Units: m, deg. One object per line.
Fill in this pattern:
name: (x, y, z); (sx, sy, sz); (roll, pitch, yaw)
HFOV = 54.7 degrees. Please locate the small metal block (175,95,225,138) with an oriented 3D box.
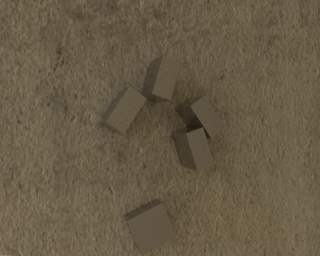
small metal block: (0.052, -0.014, 0.416); (0.025, 0.050, 0.050); (-38, 103, -16)

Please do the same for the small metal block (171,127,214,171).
small metal block: (0.042, 0.026, 0.413); (0.025, 0.050, 0.050); (-20, 97, -19)

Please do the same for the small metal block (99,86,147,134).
small metal block: (-0.047, -0.021, 0.379); (0.025, 0.050, 0.050); (35, 79, -17)

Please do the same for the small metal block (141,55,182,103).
small metal block: (0.000, -0.061, 0.397); (0.025, 0.050, 0.050); (18, 84, -20)

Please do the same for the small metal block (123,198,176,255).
small metal block: (-0.014, 0.128, 0.405); (0.050, 0.025, 0.050); (-24, 98, -19)
